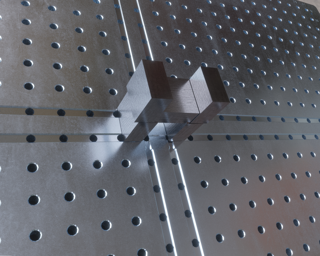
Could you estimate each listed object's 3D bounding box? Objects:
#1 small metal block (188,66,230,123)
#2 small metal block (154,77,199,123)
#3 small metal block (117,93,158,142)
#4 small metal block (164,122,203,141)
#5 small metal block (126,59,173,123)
[{"bbox_3d":[0.054,-0.040,0.381,0.025,0.050,0.050,0,61,-28],"label":"small metal block"},{"bbox_3d":[0.014,-0.034,0.374,0.050,0.025,0.050,1,61,-28],"label":"small metal block"},{"bbox_3d":[-0.029,-0.016,0.387,0.025,0.050,0.050,1,62,-28],"label":"small metal block"},{"bbox_3d":[0.028,-0.016,0.418,0.025,0.050,0.050,-1,62,-29],"label":"small metal block"},{"bbox_3d":[-0.013,-0.040,0.345,0.025,0.050,0.050,0,61,-28],"label":"small metal block"}]
